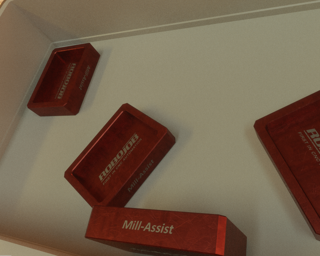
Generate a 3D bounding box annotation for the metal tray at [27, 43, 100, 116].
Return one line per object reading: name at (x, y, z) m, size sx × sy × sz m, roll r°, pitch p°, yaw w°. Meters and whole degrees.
metal tray at (-0.166, -0.084, 0.538) m, size 0.090 × 0.030 × 0.130 m, roll 0°, pitch 61°, yaw 27°

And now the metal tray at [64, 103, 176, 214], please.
metal tray at (-0.054, 0.039, 0.405) m, size 0.090 × 0.030 × 0.130 m, roll 33°, pitch 80°, yaw 38°

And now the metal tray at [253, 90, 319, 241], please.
metal tray at (0.161, 0.030, 0.299) m, size 0.090 × 0.030 × 0.130 m, roll -27°, pitch 53°, yaw 11°

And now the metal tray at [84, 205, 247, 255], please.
metal tray at (0.008, 0.104, 0.295) m, size 0.130 × 0.090 × 0.030 m, roll -3°, pitch 61°, yaw 26°
